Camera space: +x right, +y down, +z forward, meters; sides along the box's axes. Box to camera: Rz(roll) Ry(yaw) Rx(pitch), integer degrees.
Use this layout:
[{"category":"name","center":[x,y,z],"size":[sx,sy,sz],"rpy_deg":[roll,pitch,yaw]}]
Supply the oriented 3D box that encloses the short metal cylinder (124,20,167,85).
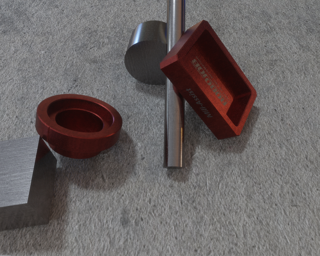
[{"category":"short metal cylinder","center":[-0.008,-0.111,0.460],"size":[0.080,0.080,0.050],"rpy_deg":[5,50,4]}]

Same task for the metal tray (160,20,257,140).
[{"category":"metal tray","center":[0.067,-0.060,0.396],"size":[0.030,0.130,0.090],"rpy_deg":[-17,31,48]}]

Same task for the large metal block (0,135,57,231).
[{"category":"large metal block","center":[-0.162,0.060,0.329],"size":[0.080,0.050,0.080],"rpy_deg":[-9,50,1]}]

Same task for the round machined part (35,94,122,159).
[{"category":"round machined part","center":[-0.098,0.001,0.375],"size":[0.099,0.042,0.098],"rpy_deg":[14,30,-8]}]

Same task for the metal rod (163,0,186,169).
[{"category":"metal rod","center":[0.020,-0.097,0.405],"size":[0.025,0.025,0.299],"rpy_deg":[1,75,1]}]
